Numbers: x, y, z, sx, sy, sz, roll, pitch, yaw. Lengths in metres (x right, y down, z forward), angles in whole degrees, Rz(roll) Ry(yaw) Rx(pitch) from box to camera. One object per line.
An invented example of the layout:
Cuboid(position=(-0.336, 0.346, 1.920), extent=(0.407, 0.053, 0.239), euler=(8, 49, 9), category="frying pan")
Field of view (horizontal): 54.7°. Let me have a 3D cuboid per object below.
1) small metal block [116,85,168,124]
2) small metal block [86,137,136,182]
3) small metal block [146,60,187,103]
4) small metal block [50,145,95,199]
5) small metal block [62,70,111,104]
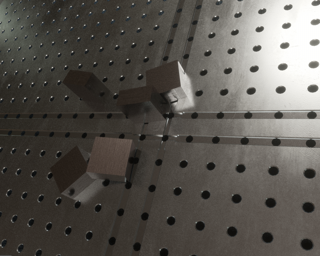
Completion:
Cuboid(position=(-0.023, -0.030, 0.422), extent=(0.050, 0.050, 0.025), euler=(-6, 60, 25), category="small metal block")
Cuboid(position=(-0.063, 0.041, 0.406), extent=(0.050, 0.025, 0.050), euler=(4, 62, 10), category="small metal block")
Cuboid(position=(0.009, -0.063, 0.441), extent=(0.050, 0.025, 0.050), euler=(-16, 55, 18), category="small metal block")
Cuboid(position=(-0.118, 0.061, 0.431), extent=(0.050, 0.025, 0.050), euler=(-41, 51, 0), category="small metal block")
Cuboid(position=(-0.116, -0.065, 0.491), extent=(0.050, 0.050, 0.025), euler=(13, 69, 33), category="small metal block")
